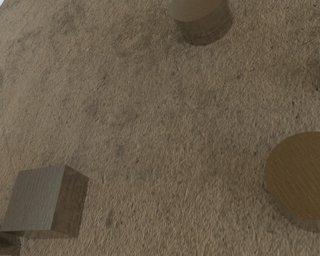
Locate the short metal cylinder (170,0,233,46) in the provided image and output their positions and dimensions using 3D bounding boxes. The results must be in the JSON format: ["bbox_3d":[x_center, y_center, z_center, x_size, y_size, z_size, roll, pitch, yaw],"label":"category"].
[{"bbox_3d":[0.062,-0.170,0.459,0.080,0.050,0.080,-13,56,21],"label":"short metal cylinder"}]

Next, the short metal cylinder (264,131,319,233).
[{"bbox_3d":[0.141,0.050,0.283,0.080,0.050,0.080,-13,56,21],"label":"short metal cylinder"}]

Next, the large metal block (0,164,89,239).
[{"bbox_3d":[-0.148,0.098,0.405,0.080,0.050,0.080,-10,57,23],"label":"large metal block"}]

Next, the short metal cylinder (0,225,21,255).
[{"bbox_3d":[-0.235,0.166,0.409,0.080,0.050,0.080,-13,56,21],"label":"short metal cylinder"}]
